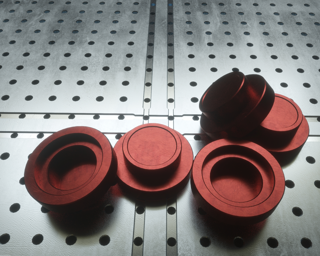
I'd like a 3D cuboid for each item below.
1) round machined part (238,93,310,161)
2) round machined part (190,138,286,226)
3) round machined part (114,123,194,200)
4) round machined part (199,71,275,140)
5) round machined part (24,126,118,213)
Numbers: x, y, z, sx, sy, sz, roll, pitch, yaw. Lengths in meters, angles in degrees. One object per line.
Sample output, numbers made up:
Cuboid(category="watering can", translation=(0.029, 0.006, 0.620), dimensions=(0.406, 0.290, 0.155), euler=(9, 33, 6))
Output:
Cuboid(category="round machined part", translation=(0.144, -0.008, 0.404), dimensions=(0.099, 0.042, 0.098), euler=(0, 50, 0))
Cuboid(category="round machined part", translation=(0.083, 0.062, 0.345), dimensions=(0.099, 0.042, 0.098), euler=(0, 50, 0))
Cuboid(category="round machined part", translation=(-0.009, 0.032, 0.370), dimensions=(0.099, 0.042, 0.098), euler=(0, 50, 0))
Cuboid(category="round machined part", translation=(0.088, -0.033, 0.388), dimensions=(0.042, 0.098, 0.098), euler=(43, 49, -23))
Cuboid(category="round machined part", translation=(-0.095, 0.049, 0.348), dimensions=(0.098, 0.042, 0.098), euler=(-5, 53, 7))
